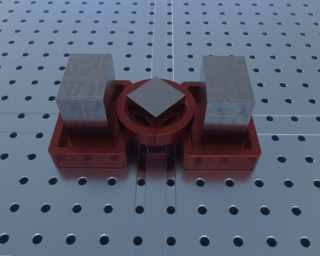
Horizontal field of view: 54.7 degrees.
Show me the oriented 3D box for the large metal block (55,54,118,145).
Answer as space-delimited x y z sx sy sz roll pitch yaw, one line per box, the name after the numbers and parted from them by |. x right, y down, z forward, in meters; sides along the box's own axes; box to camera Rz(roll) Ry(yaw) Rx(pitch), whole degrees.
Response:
-0.084 -0.035 0.383 0.050 0.080 0.080 1 50 1 | large metal block

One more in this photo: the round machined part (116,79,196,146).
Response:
-0.005 -0.016 0.398 0.099 0.042 0.098 0 50 0 | round machined part

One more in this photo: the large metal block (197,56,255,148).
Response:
0.076 -0.032 0.381 0.050 0.080 0.080 1 50 1 | large metal block

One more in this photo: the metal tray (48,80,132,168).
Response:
-0.085 -0.010 0.411 0.091 0.030 0.130 1 50 0 | metal tray

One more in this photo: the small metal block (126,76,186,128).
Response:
-0.005 -0.031 0.381 0.050 0.025 0.050 37 59 27 | small metal block

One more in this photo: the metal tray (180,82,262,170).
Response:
0.074 -0.008 0.410 0.091 0.030 0.130 0 50 0 | metal tray
